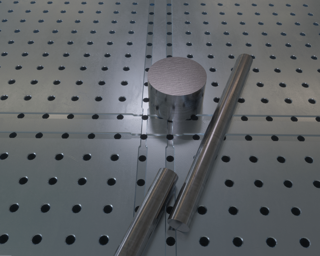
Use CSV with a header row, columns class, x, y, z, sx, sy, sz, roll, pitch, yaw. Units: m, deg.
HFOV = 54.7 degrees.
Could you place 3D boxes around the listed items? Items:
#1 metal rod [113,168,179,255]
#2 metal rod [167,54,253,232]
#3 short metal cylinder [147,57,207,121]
class,x,y,z,sx,sy,sz,roll,pitch,yaw
metal rod,-0.052,0.159,0.273,0.025,0.025,0.301,19,52,15
metal rod,0.078,-0.004,0.411,0.025,0.025,0.301,18,52,15
short metal cylinder,0.023,-0.056,0.439,0.081,0.050,0.080,0,50,0
